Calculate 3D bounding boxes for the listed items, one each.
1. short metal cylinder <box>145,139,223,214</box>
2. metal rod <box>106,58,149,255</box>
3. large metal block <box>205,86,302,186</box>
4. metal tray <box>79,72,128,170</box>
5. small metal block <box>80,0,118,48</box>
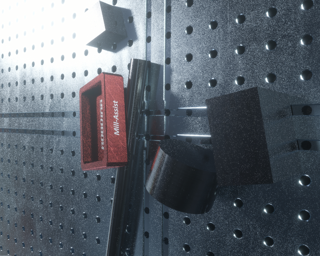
[{"bbox_3d":[0.029,0.052,0.348,0.080,0.081,0.050,30,109,35],"label":"short metal cylinder"},{"bbox_3d":[-0.049,0.052,0.447,0.025,0.025,0.298,13,98,39],"label":"metal rod"},{"bbox_3d":[0.092,0.009,0.297,0.050,0.081,0.080,-12,82,39],"label":"large metal block"},{"bbox_3d":[-0.086,-0.006,0.452,0.090,0.030,0.129,-17,74,52],"label":"metal tray"},{"bbox_3d":[-0.096,-0.161,0.486,0.050,0.025,0.050,-21,77,37],"label":"small metal block"}]
